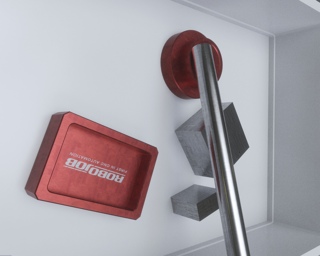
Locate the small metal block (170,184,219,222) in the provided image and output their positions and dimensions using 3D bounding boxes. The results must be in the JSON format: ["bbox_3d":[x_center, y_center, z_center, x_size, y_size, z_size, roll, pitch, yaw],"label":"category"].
[{"bbox_3d":[0.052,0.104,0.437,0.050,0.050,0.025,-19,102,-39],"label":"small metal block"}]

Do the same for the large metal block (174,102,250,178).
[{"bbox_3d":[0.079,0.017,0.459,0.080,0.050,0.080,-39,114,-33],"label":"large metal block"}]

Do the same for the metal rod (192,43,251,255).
[{"bbox_3d":[0.073,0.041,0.365,0.025,0.025,0.299,4,72,-40],"label":"metal rod"}]

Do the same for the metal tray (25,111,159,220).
[{"bbox_3d":[-0.068,0.046,0.347,0.131,0.030,0.090,26,74,-37],"label":"metal tray"}]

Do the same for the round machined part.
[{"bbox_3d":[0.052,-0.090,0.441,0.099,0.042,0.097,0,90,-40],"label":"round machined part"}]
